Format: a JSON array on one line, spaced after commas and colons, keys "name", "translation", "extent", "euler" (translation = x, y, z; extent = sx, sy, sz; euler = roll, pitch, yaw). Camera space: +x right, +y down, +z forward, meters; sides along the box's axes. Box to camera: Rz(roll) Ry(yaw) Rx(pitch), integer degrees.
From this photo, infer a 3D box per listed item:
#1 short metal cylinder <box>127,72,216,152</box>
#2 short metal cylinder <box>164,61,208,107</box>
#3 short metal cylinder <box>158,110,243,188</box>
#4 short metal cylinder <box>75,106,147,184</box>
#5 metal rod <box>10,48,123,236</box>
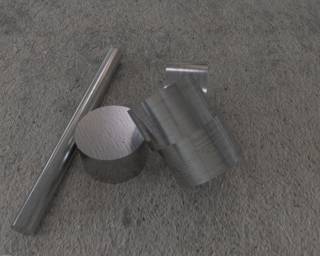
[{"name": "short metal cylinder", "translation": [0.012, -0.017, 0.332], "extent": [0.080, 0.080, 0.050], "euler": [-34, 96, -25]}, {"name": "short metal cylinder", "translation": [0.033, -0.047, 0.407], "extent": [0.050, 0.080, 0.080], "euler": [4, 50, 3]}, {"name": "short metal cylinder", "translation": [0.042, 0.022, 0.341], "extent": [0.080, 0.080, 0.050], "euler": [-34, 96, -25]}, {"name": "short metal cylinder", "translation": [-0.056, 0.019, 0.371], "extent": [0.081, 0.050, 0.080], "euler": [0, 50, 0]}, {"name": "metal rod", "translation": [-0.106, -0.008, 0.408], "extent": [0.025, 0.025, 0.300], "euler": [10, 51, 8]}]
